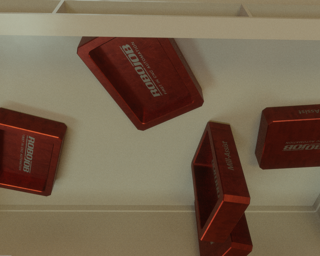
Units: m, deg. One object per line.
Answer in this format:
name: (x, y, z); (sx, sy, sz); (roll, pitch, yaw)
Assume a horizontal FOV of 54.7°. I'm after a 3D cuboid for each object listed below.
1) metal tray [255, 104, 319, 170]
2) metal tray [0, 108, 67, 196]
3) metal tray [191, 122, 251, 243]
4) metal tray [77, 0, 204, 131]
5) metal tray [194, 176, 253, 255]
metal tray: (0.203, 0.013, 0.420); (0.131, 0.030, 0.089); (-4, 130, 2)
metal tray: (-0.189, 0.039, 0.436); (0.091, 0.030, 0.129); (15, 129, -13)
metal tray: (0.071, 0.066, 0.397); (0.030, 0.130, 0.089); (9, 130, -8)
metal tray: (-0.017, -0.063, 0.351); (0.090, 0.030, 0.130); (-23, 127, 18)
metal tray: (0.088, 0.138, 0.459); (0.030, 0.130, 0.089); (15, 128, -13)
